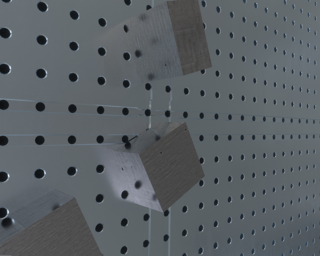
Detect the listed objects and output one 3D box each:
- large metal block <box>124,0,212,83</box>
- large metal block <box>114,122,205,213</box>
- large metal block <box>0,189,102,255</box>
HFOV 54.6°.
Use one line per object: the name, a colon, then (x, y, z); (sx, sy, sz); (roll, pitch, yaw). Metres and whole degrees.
large metal block: (0.009, -0.104, 0.380); (0.050, 0.080, 0.080); (-23, 105, -38)
large metal block: (0.002, 0.046, 0.394); (0.080, 0.050, 0.080); (-33, 111, -35)
large metal block: (-0.112, 0.118, 0.299); (0.081, 0.050, 0.080); (-31, 109, -36)
